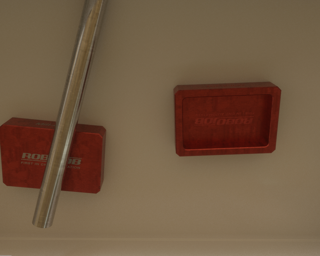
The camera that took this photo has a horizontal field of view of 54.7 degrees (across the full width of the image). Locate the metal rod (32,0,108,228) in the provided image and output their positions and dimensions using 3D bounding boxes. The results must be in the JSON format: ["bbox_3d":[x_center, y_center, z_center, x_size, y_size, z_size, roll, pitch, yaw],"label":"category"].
[{"bbox_3d":[-0.110,-0.019,0.375,0.025,0.025,0.298,15,99,-6],"label":"metal rod"}]

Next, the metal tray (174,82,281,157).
[{"bbox_3d":[0.085,-0.011,0.405,0.131,0.030,0.089,-2,110,0],"label":"metal tray"}]

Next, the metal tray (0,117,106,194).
[{"bbox_3d":[-0.143,0.038,0.421,0.131,0.030,0.089,6,110,-3],"label":"metal tray"}]
